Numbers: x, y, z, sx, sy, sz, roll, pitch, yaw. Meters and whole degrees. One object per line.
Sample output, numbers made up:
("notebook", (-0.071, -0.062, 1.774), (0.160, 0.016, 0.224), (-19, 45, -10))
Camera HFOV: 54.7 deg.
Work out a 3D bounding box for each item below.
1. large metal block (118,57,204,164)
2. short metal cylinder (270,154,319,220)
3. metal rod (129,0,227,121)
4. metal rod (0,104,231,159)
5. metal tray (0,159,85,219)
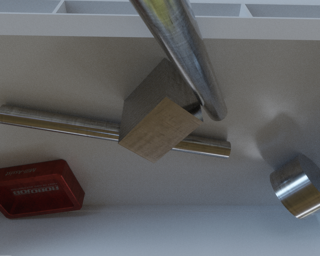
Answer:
("large metal block", (-0.001, -0.020, 0.356), (0.050, 0.080, 0.080), (32, 123, -25))
("short metal cylinder", (0.207, 0.085, 0.449), (0.080, 0.080, 0.050), (31, 124, -24))
("metal rod", (0.032, -0.044, 0.254), (0.025, 0.025, 0.300), (-17, 167, 13))
("metal rod", (-0.052, 0.007, 0.413), (0.302, 0.025, 0.025), (9, 130, -9))
("metal tray", (-0.197, 0.098, 0.486), (0.131, 0.030, 0.090), (-9, 130, 7))
